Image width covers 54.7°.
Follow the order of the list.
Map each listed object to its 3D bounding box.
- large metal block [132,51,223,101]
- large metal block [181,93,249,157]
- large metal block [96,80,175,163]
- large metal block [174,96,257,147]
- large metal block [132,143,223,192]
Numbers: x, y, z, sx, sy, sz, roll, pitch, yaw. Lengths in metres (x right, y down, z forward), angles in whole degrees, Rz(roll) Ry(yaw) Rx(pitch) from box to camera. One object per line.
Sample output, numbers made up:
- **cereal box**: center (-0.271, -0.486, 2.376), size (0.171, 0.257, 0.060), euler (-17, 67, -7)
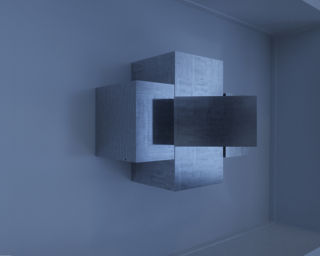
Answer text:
- **large metal block**: center (0.021, -0.058, 0.387), size (0.081, 0.080, 0.050), euler (0, 91, -40)
- **large metal block**: center (0.074, -0.004, 0.429), size (0.050, 0.080, 0.080), euler (0, 90, -41)
- **large metal block**: center (-0.030, -0.007, 0.345), size (0.050, 0.080, 0.080), euler (0, 90, -40)
- **large metal block**: center (0.058, -0.007, 0.344), size (0.080, 0.080, 0.050), euler (-4, 94, -85)
- **large metal block**: center (0.021, 0.043, 0.387), size (0.081, 0.080, 0.050), euler (0, 91, -40)
